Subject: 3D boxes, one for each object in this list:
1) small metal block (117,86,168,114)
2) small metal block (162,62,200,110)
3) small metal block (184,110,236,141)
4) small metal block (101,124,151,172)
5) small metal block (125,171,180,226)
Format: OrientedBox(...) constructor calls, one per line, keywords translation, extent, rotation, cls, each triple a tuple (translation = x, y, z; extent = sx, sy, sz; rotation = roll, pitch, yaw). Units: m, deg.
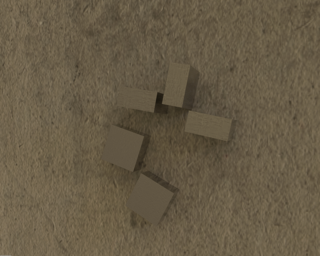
OrientedBox(translation=(-0.020, -0.035, 0.402), extent=(0.050, 0.050, 0.025), rotation=(11, 94, 19), cls="small metal block")
OrientedBox(translation=(0.027, -0.051, 0.386), extent=(0.025, 0.050, 0.050), rotation=(12, 94, 19), cls="small metal block")
OrientedBox(translation=(0.062, -0.003, 0.373), extent=(0.050, 0.050, 0.025), rotation=(13, 95, 19), cls="small metal block")
OrientedBox(translation=(-0.046, 0.027, 0.424), extent=(0.050, 0.025, 0.050), rotation=(19, 96, 18), cls="small metal block")
OrientedBox(translation=(-0.010, 0.092, 0.412), extent=(0.050, 0.025, 0.050), rotation=(29, 99, 17), cls="small metal block")
